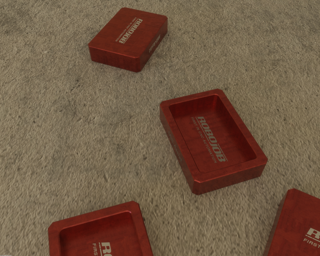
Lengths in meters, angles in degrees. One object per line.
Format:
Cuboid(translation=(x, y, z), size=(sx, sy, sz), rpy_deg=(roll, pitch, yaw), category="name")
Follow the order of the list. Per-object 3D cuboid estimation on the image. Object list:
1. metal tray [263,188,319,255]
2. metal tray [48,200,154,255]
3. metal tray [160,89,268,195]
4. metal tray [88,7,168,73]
Cuboid(translation=(0.174, 0.125, 0.296), size=(0.130, 0.030, 0.090), rpy_deg=(23, 53, 18), category="metal tray")
Cuboid(translation=(-0.048, 0.140, 0.281), size=(0.091, 0.030, 0.130), rpy_deg=(-13, 51, -11), category="metal tray")
Cuboid(translation=(0.061, 0.011, 0.390), size=(0.091, 0.030, 0.130), rpy_deg=(-14, 51, -12), category="metal tray")
Cuboid(translation=(-0.051, -0.155, 0.529), size=(0.090, 0.030, 0.130), rpy_deg=(17, 52, 13), category="metal tray")
